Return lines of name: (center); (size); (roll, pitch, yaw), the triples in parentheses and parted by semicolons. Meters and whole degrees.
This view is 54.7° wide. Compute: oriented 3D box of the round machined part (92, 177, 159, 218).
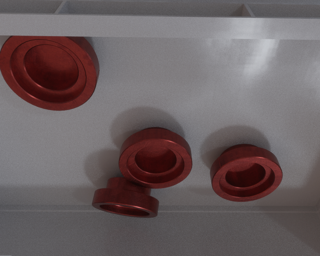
round machined part: (-0.050, 0.105, 0.470); (0.099, 0.042, 0.098); (7, 155, 4)

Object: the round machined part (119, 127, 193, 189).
round machined part: (-0.006, 0.037, 0.429); (0.099, 0.042, 0.097); (0, 130, 0)

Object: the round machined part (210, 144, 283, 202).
round machined part: (0.122, 0.061, 0.451); (0.099, 0.042, 0.097); (0, 130, 0)

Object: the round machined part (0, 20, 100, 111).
round machined part: (-0.115, -0.070, 0.337); (0.099, 0.042, 0.097); (0, 130, 0)
